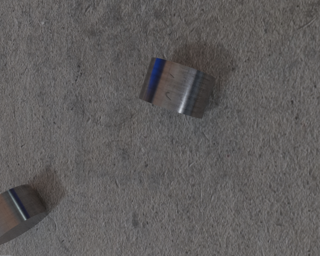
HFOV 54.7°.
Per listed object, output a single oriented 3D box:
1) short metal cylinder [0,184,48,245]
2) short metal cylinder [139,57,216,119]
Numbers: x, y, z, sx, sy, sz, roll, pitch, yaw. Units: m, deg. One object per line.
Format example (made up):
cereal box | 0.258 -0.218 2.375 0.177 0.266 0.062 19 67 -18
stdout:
short metal cylinder | -0.216 0.127 0.456 0.080 0.080 0.050 -40 77 15
short metal cylinder | 0.020 -0.048 0.372 0.080 0.080 0.050 21 97 19
